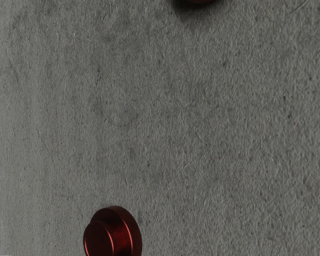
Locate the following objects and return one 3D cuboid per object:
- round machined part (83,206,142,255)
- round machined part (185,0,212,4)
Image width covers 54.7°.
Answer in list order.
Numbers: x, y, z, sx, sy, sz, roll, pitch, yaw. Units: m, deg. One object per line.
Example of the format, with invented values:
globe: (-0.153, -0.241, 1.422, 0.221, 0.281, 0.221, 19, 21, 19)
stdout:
round machined part: (-0.076, 0.168, 0.457, 0.098, 0.042, 0.097, 0, 90, 40)
round machined part: (0.054, -0.190, 0.349, 0.098, 0.042, 0.097, 0, 90, 40)
